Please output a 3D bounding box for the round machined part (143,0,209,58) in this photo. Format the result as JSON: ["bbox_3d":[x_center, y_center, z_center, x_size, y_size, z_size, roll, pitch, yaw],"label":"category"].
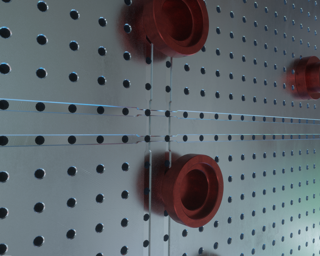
[{"bbox_3d":[0.017,-0.142,0.411,0.099,0.042,0.097,0,90,-40],"label":"round machined part"}]

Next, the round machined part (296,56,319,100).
[{"bbox_3d":[0.343,-0.110,0.683,0.099,0.042,0.097,0,90,-40],"label":"round machined part"}]

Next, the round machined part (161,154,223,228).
[{"bbox_3d":[0.041,0.084,0.431,0.099,0.042,0.097,0,90,-40],"label":"round machined part"}]
